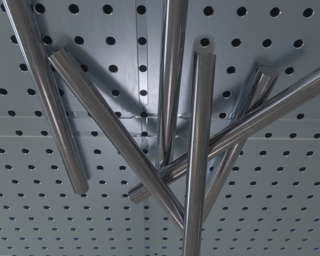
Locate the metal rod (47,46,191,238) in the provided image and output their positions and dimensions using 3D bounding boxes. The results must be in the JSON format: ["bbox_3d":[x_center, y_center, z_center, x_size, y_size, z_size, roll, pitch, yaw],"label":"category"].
[{"bbox_3d":[-0.035,0.033,0.392,0.025,0.025,0.300,-27,111,21],"label":"metal rod"}]

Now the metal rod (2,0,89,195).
[{"bbox_3d":[-0.133,-0.018,0.395,0.025,0.025,0.298,-3,130,2],"label":"metal rod"}]

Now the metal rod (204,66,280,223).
[{"bbox_3d":[0.097,0.047,0.451,0.025,0.025,0.298,8,130,-7],"label":"metal rod"}]

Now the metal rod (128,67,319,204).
[{"bbox_3d":[0.070,0.023,0.397,0.299,0.025,0.025,-36,122,26],"label":"metal rod"}]

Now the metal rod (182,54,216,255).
[{"bbox_3d":[0.046,0.060,0.389,0.025,0.025,0.298,1,107,-1],"label":"metal rod"}]

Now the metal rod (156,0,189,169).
[{"bbox_3d":[0.011,-0.037,0.379,0.025,0.025,0.298,2,130,-2],"label":"metal rod"}]
